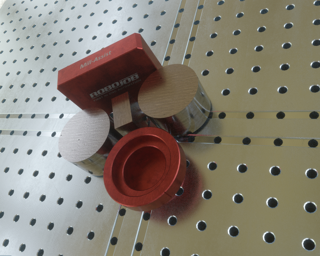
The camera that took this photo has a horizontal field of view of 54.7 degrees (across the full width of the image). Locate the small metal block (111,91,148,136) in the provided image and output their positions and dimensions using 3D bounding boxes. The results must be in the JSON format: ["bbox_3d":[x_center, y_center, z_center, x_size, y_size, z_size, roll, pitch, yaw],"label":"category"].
[{"bbox_3d":[-0.039,-0.012,0.414,0.025,0.050,0.050,-23,53,15],"label":"small metal block"}]

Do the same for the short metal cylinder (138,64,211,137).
[{"bbox_3d":[0.019,-0.035,0.399,0.080,0.050,0.080,-13,56,21],"label":"short metal cylinder"}]

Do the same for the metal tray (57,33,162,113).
[{"bbox_3d":[-0.065,-0.068,0.436,0.130,0.090,0.030,-22,54,16],"label":"metal tray"}]

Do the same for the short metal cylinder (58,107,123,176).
[{"bbox_3d":[-0.089,0.019,0.422,0.080,0.050,0.080,-13,56,21],"label":"short metal cylinder"}]

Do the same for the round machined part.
[{"bbox_3d":[-0.014,0.051,0.368,0.098,0.042,0.098,-13,56,21],"label":"round machined part"}]
